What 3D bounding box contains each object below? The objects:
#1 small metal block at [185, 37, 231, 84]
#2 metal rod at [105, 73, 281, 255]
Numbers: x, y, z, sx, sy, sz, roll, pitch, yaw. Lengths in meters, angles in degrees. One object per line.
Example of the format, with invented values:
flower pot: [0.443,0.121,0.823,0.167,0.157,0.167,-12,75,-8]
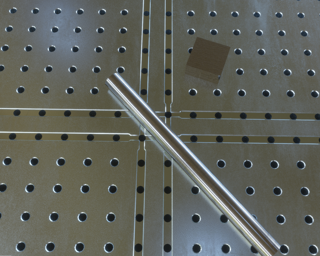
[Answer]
small metal block: [0.069,-0.098,0.448,0.050,0.025,0.050,19,71,6]
metal rod: [0.032,0.038,0.398,0.025,0.025,0.300,-39,75,-13]
